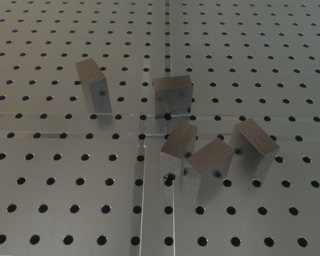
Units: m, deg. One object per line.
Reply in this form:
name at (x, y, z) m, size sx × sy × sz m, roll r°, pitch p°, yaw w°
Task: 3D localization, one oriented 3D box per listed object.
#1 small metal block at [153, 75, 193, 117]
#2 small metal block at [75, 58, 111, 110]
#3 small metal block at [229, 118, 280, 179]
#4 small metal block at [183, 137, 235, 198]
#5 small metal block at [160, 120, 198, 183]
small metal block at (0.017, -0.043, 0.428) m, size 0.050 × 0.050 × 0.025 m, roll -6°, pitch 51°, yaw -6°
small metal block at (-0.095, -0.063, 0.443) m, size 0.025 × 0.050 × 0.050 m, roll -24°, pitch 54°, yaw -19°
small metal block at (0.110, 0.025, 0.372) m, size 0.025 × 0.050 × 0.050 m, roll -23°, pitch 54°, yaw -18°
small metal block at (0.054, 0.045, 0.354) m, size 0.050 × 0.050 × 0.025 m, roll -32°, pitch 57°, yaw -24°
small metal block at (0.022, 0.028, 0.368) m, size 0.025 × 0.050 × 0.050 m, roll 20°, pitch 53°, yaw 15°
